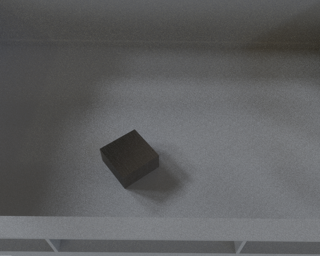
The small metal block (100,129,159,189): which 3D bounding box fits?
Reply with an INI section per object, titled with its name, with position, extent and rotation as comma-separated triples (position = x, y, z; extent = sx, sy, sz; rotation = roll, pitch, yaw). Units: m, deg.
[small metal block]
position = -0.036, 0.036, 0.374
extent = 0.050, 0.025, 0.050
rotation = -30, 57, -23
